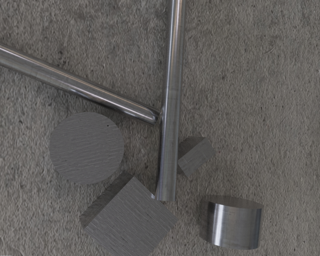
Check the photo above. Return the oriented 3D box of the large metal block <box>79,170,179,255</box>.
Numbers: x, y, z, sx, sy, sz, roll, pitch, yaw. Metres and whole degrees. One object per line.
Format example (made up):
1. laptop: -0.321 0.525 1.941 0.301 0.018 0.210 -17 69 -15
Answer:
1. large metal block: -0.039 0.112 0.382 0.080 0.050 0.080 -46 105 -14

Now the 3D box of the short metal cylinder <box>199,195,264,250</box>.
1. short metal cylinder: 0.095 0.123 0.415 0.081 0.080 0.050 7 88 -20

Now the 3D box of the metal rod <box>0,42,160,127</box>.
1. metal rod: -0.138 -0.067 0.357 0.302 0.025 0.025 22 83 -19

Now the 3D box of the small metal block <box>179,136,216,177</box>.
1. small metal block: 0.037 0.036 0.410 0.050 0.050 0.025 -38 102 -16

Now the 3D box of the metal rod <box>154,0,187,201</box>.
1. metal rod: 0.016 -0.062 0.390 0.025 0.025 0.299 8 78 -20

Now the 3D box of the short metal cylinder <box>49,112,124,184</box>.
1. short metal cylinder: -0.087 0.022 0.364 0.081 0.050 0.080 0 90 -20
